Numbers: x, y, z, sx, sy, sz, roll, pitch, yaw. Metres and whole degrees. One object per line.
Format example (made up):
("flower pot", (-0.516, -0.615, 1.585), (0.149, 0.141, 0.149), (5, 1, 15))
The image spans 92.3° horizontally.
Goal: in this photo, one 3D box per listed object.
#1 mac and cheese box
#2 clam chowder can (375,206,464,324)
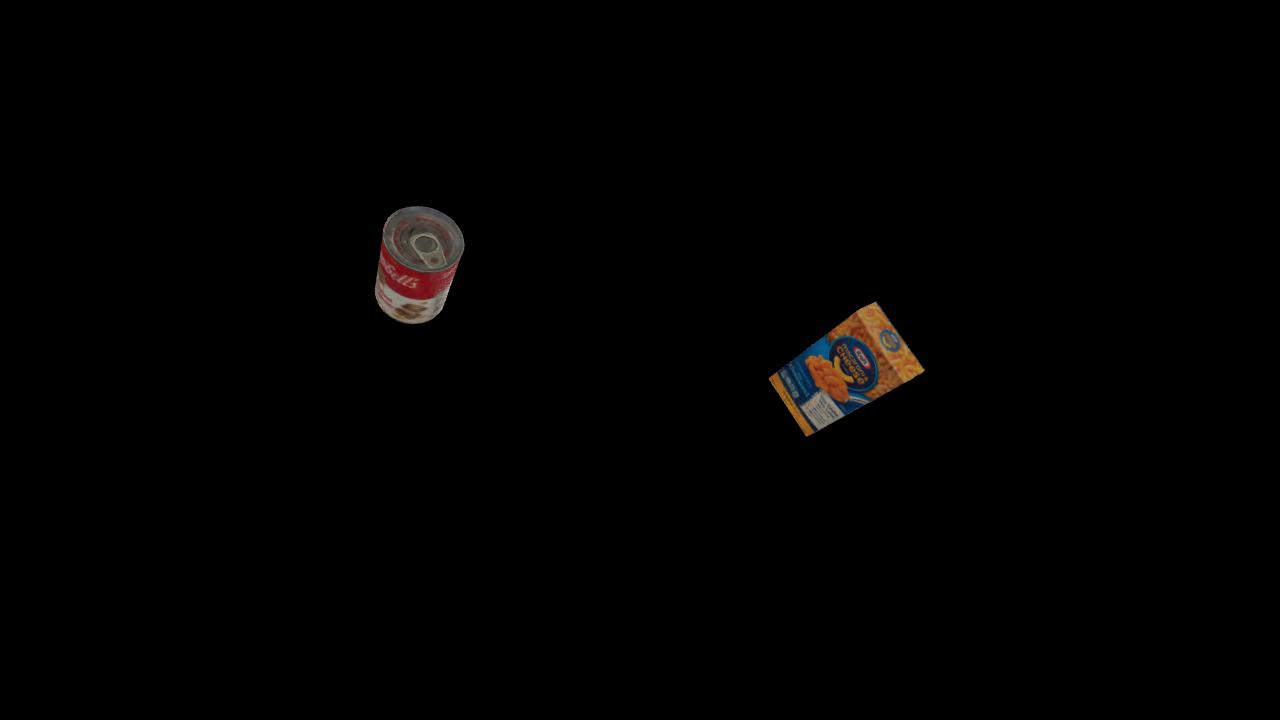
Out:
("mac and cheese box", (0.234, 0.018, 0.725), (0.041, 0.093, 0.184), (-22, -16, -29))
("clam chowder can", (-0.206, -0.084, 0.570), (0.068, 0.068, 0.102), (0, -24, -27))
